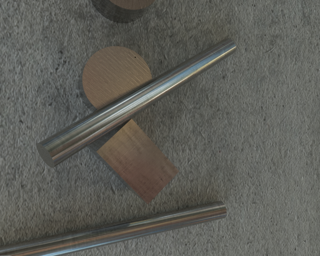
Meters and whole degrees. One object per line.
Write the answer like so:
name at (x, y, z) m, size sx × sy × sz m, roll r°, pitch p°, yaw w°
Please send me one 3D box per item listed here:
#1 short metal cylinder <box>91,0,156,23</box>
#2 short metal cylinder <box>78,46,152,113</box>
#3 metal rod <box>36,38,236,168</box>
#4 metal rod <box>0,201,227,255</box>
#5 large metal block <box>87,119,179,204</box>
short metal cylinder at (-0.044, -0.176, 0.379) m, size 0.081 × 0.050 × 0.079 m, roll 0°, pitch 90°, yaw -20°
short metal cylinder at (-0.055, -0.053, 0.375) m, size 0.081 × 0.050 × 0.079 m, roll 0°, pitch 90°, yaw -20°
metal rod at (0.000, -0.047, 0.356) m, size 0.302 × 0.025 × 0.025 m, roll -36°, pitch 102°, yaw -37°
metal rod at (-0.053, 0.131, 0.389) m, size 0.303 × 0.025 × 0.025 m, roll -6°, pitch 92°, yaw -20°
large metal block at (-0.035, 0.036, 0.367) m, size 0.050 × 0.080 × 0.080 m, roll -45°, pitch 104°, yaw -14°
